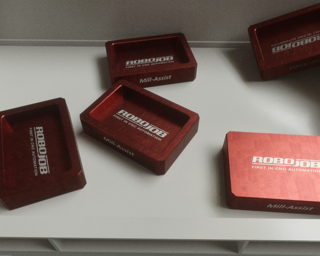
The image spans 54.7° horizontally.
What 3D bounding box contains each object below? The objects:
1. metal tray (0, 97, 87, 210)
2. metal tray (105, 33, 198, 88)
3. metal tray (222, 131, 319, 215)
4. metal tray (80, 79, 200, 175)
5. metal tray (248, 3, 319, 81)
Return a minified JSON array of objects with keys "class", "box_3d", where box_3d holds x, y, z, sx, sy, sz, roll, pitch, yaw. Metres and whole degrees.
[{"class":"metal tray","box_3d":[-0.149,0.025,0.379,0.091,0.030,0.130,-16,52,-13]},{"class":"metal tray","box_3d":[-0.016,-0.107,0.491,0.131,0.030,0.090,-9,51,-8]},{"class":"metal tray","box_3d":[0.143,0.050,0.360,0.131,0.030,0.090,3,50,2]},{"class":"metal tray","box_3d":[-0.026,-0.006,0.406,0.130,0.030,0.090,27,55,21]},{"class":"metal tray","box_3d":[0.210,-0.133,0.471,0.130,0.030,0.090,-14,62,16]}]
